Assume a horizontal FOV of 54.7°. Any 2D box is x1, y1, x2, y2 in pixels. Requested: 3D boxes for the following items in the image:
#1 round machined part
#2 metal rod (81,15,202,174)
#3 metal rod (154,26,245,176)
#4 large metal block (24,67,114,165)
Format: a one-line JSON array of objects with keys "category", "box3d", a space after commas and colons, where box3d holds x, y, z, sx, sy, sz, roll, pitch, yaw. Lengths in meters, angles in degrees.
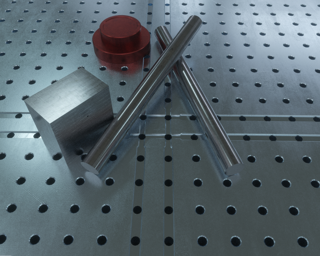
[{"category": "round machined part", "box3d": [-0.066, -0.156, 0.527, 0.099, 0.042, 0.098, 1, 50, 0]}, {"category": "metal rod", "box3d": [-0.012, -0.064, 0.438, 0.025, 0.025, 0.301, 23, 60, 17]}, {"category": "metal rod", "box3d": [0.045, -0.061, 0.459, 0.025, 0.025, 0.300, -13, 51, -11]}, {"category": "large metal block", "box3d": [-0.106, -0.015, 0.383, 0.050, 0.080, 0.080, 36, 58, 26]}]
